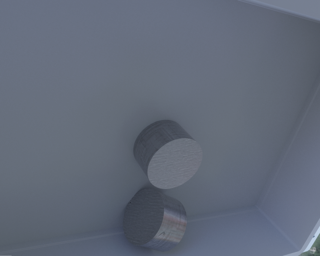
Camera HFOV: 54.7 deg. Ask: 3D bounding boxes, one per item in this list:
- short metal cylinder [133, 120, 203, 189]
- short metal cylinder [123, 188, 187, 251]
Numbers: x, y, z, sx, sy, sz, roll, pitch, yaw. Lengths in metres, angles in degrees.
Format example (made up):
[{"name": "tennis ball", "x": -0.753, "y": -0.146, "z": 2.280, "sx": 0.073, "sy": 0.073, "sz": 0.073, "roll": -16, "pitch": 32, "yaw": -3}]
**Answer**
[{"name": "short metal cylinder", "x": 0.010, "y": 0.036, "z": 0.422, "sx": 0.081, "sy": 0.050, "sz": 0.079, "roll": -14, "pitch": 125, "yaw": -21}, {"name": "short metal cylinder", "x": -0.008, "y": 0.135, "z": 0.454, "sx": 0.050, "sy": 0.080, "sz": 0.080, "roll": 33, "pitch": 100, "yaw": -39}]
